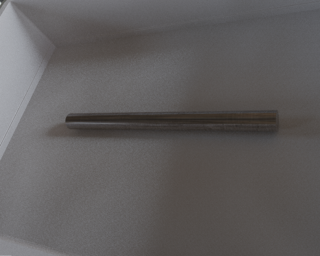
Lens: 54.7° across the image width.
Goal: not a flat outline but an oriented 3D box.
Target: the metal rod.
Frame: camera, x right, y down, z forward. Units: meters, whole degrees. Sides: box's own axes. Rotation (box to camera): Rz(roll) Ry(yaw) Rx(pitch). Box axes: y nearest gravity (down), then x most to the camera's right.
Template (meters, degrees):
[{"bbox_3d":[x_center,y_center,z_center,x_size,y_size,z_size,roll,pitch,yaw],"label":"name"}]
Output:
[{"bbox_3d":[-0.004,-0.009,0.409,0.300,0.025,0.025,1,62,28],"label":"metal rod"}]
